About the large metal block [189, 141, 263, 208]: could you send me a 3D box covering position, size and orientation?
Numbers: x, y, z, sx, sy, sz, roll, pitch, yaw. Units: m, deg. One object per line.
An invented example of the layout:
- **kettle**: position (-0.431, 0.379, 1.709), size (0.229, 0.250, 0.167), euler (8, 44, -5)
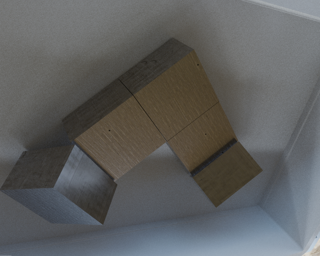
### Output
- **large metal block**: position (0.092, 0.067, 0.454), size (0.080, 0.050, 0.080), euler (-38, 173, -3)

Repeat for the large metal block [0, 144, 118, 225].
- **large metal block**: position (-0.109, 0.066, 0.343), size (0.080, 0.050, 0.080), euler (-8, 137, 29)

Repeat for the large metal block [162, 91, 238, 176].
- **large metal block**: position (0.048, 0.005, 0.419), size (0.080, 0.050, 0.080), euler (-38, 129, -3)

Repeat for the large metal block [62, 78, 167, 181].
- **large metal block**: position (-0.052, 0.004, 0.364), size (0.080, 0.050, 0.080), euler (-38, 129, -3)

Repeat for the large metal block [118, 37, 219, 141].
- **large metal block**: position (0.012, -0.045, 0.368), size (0.080, 0.050, 0.080), euler (-38, 129, -3)
